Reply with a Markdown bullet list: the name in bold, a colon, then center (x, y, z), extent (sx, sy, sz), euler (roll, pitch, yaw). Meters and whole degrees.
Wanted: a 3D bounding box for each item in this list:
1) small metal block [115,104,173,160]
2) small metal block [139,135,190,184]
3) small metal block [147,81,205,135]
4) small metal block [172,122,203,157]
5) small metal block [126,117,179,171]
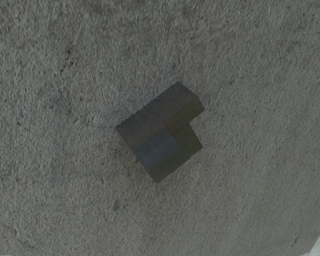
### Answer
- **small metal block**: center (-0.021, 0.004, 0.384), extent (0.050, 0.050, 0.025), euler (-37, 130, -4)
- **small metal block**: center (0.000, 0.032, 0.381), extent (0.050, 0.050, 0.025), euler (-37, 130, -4)
- **small metal block**: center (0.019, -0.026, 0.387), extent (0.050, 0.050, 0.025), euler (-37, 130, -4)
- **small metal block**: center (0.026, 0.005, 0.411), extent (0.025, 0.050, 0.050), euler (-37, 130, -4)
- **small metal block**: center (-0.009, 0.022, 0.418), extent (0.050, 0.025, 0.050), euler (-37, 130, -4)
